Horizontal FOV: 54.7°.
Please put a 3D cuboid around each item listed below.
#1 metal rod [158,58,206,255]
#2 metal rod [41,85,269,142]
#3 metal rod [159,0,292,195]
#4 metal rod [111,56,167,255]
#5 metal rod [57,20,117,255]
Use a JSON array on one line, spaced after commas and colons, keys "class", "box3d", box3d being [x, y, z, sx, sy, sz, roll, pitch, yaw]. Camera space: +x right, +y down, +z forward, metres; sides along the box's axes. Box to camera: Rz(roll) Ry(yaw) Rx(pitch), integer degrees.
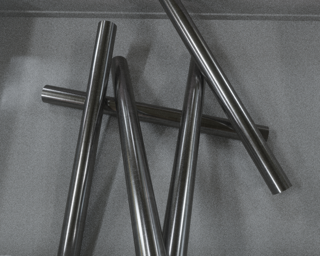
[{"class": "metal rod", "box3d": [0.034, 0.009, 0.358, 0.025, 0.025, 0.300, 9, 52, 3]}, {"class": "metal rod", "box3d": [-0.009, -0.019, 0.416, 0.302, 0.025, 0.025, 11, 71, 4]}, {"class": "metal rod", "box3d": [0.076, -0.056, 0.395, 0.025, 0.025, 0.299, -26, 79, -9]}, {"class": "metal rod", "box3d": [-0.031, 0.014, 0.343, 0.025, 0.025, 0.300, -11, 47, -4]}, {"class": "metal rod", "box3d": [-0.088, 0.007, 0.385, 0.025, 0.025, 0.299, 6, 78, 2]}]
